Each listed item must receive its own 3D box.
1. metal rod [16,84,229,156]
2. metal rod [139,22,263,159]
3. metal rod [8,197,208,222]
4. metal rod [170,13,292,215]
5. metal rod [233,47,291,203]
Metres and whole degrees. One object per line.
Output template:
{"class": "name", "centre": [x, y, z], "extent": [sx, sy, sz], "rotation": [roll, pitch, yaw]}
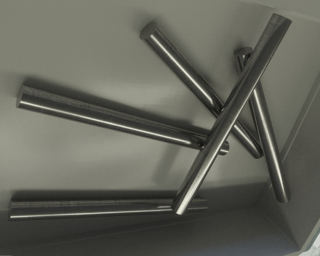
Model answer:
{"class": "metal rod", "centre": [-0.021, -0.001, 0.398], "extent": [0.302, 0.025, 0.025], "rotation": [15, 111, -35]}
{"class": "metal rod", "centre": [0.077, -0.032, 0.432], "extent": [0.025, 0.025, 0.301], "rotation": [-47, 130, 4]}
{"class": "metal rod", "centre": [-0.053, 0.115, 0.452], "extent": [0.302, 0.025, 0.025], "rotation": [7, 115, -32]}
{"class": "metal rod", "centre": [0.088, -0.005, 0.421], "extent": [0.025, 0.025, 0.298], "rotation": [12, 112, -34]}
{"class": "metal rod", "centre": [0.167, 0.013, 0.486], "extent": [0.025, 0.025, 0.299], "rotation": [-32, 122, -8]}
